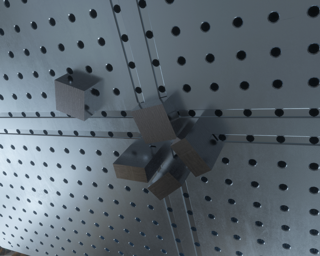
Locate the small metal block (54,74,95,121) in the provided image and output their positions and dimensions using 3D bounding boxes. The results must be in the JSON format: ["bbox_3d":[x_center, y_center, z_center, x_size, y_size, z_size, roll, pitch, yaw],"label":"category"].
[{"bbox_3d":[-0.123,-0.044,0.450,0.050,0.025,0.050,21,126,15],"label":"small metal block"}]

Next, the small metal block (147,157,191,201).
[{"bbox_3d":[0.016,0.066,0.428,0.025,0.050,0.050,45,129,-3],"label":"small metal block"}]

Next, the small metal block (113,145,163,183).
[{"bbox_3d":[-0.030,0.050,0.442,0.050,0.050,0.025,4,120,26],"label":"small metal block"}]

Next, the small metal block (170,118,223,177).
[{"bbox_3d":[0.047,0.024,0.386,0.025,0.050,0.050,-33,100,38],"label":"small metal block"}]

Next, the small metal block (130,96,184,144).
[{"bbox_3d":[-0.003,-0.010,0.407,0.050,0.025,0.050,-11,113,33],"label":"small metal block"}]
